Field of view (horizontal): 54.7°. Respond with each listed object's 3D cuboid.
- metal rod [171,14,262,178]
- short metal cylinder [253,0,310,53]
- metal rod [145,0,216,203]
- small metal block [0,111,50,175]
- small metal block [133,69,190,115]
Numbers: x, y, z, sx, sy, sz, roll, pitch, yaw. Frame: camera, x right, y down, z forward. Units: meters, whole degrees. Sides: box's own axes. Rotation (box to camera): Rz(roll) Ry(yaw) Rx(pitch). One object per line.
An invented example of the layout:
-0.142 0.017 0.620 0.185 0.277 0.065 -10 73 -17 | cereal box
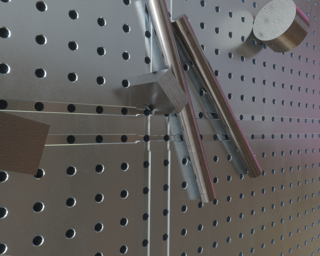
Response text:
0.096 -0.036 0.489 0.025 0.025 0.299 -47 118 -30 | metal rod
0.216 -0.183 0.554 0.050 0.080 0.080 20 77 -38 | short metal cylinder
0.032 -0.033 0.436 0.025 0.025 0.298 -26 107 -37 | metal rod
-0.139 0.015 0.293 0.050 0.025 0.050 20 78 -38 | small metal block
0.001 -0.045 0.394 0.025 0.050 0.050 -51 120 -28 | small metal block
